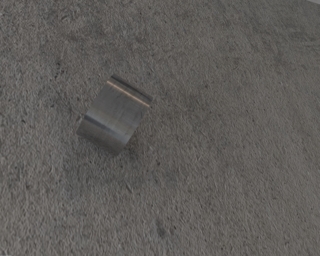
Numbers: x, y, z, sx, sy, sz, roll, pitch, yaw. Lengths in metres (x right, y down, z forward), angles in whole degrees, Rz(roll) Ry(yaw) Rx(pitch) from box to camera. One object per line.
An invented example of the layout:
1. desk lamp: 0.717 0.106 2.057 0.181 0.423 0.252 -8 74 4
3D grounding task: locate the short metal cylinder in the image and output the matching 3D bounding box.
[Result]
1. short metal cylinder: -0.050 -0.014 0.350 0.050 0.080 0.080 32 52 -8
